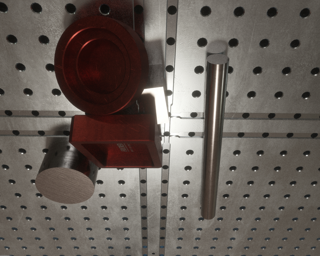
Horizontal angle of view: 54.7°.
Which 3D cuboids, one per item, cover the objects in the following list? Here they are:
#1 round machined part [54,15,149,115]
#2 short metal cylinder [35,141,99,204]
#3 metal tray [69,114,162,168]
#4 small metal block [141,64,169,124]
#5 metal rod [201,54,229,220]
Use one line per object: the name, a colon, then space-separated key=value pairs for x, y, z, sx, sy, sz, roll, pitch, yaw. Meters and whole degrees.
round machined part: x=-0.057 y=-0.065 z=0.325 sx=0.098 sy=0.042 sz=0.097 roll=4 pitch=103 yaw=19
short metal cylinder: x=-0.132 y=0.066 z=0.449 sx=0.081 sy=0.050 sz=0.079 roll=0 pitch=130 yaw=0
metal tray: x=-0.046 y=0.021 z=0.383 sx=0.091 sy=0.030 sz=0.130 roll=-1 pitch=160 yaw=4
small metal block: x=-0.006 y=-0.039 z=0.362 sx=0.025 sy=0.050 sz=0.050 roll=-7 pitch=130 yaw=5
metal rod: x=0.074 y=0.036 z=0.443 sx=0.025 sy=0.025 sz=0.298 roll=-3 pitch=130 yaw=2
